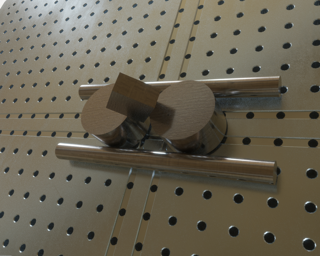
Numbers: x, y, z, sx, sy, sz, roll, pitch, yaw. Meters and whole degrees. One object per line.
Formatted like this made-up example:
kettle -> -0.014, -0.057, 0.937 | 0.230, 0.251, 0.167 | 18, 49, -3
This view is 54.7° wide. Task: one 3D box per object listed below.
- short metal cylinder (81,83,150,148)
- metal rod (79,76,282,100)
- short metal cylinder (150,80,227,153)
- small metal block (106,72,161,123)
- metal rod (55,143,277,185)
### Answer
short metal cylinder -> -0.061, -0.015, 0.429 | 0.080, 0.050, 0.080 | -13, 56, 21
metal rod -> 0.008, -0.053, 0.432 | 0.300, 0.025, 0.025 | 2, 63, 29
short metal cylinder -> 0.035, -0.011, 0.376 | 0.080, 0.050, 0.080 | -13, 56, 21
small metal block -> -0.033, -0.034, 0.367 | 0.050, 0.050, 0.025 | 22, 66, -10
metal rod -> -0.014, 0.040, 0.387 | 0.300, 0.025, 0.025 | 3, 63, 29
